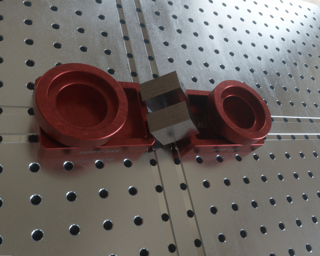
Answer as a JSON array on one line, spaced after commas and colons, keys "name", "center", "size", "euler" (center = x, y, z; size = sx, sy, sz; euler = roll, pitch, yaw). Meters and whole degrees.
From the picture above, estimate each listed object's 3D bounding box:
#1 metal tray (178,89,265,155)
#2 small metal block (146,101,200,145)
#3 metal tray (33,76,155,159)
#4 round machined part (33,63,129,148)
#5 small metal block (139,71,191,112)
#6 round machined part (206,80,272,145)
[{"name": "metal tray", "center": [0.083, -0.009, 0.455], "size": [0.131, 0.030, 0.090], "euler": [1, 62, -28]}, {"name": "small metal block", "center": [0.017, -0.005, 0.385], "size": [0.050, 0.050, 0.025], "euler": [-19, 65, 12]}, {"name": "metal tray", "center": [-0.078, -0.013, 0.372], "size": [0.131, 0.030, 0.090], "euler": [-1, 64, -29]}, {"name": "round machined part", "center": [-0.089, -0.021, 0.346], "size": [0.099, 0.042, 0.098], "euler": [14, 56, -21]}, {"name": "small metal block", "center": [0.007, -0.044, 0.404], "size": [0.050, 0.050, 0.025], "euler": [-19, 65, 12]}, {"name": "round machined part", "center": [0.109, -0.018, 0.451], "size": [0.099, 0.042, 0.098], "euler": [14, 56, -21]}]
